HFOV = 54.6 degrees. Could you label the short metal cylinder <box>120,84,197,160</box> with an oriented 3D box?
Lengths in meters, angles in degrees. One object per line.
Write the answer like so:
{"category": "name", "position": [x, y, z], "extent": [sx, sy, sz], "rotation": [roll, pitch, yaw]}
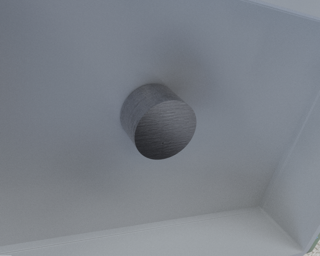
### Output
{"category": "short metal cylinder", "position": [-0.003, -0.008, 0.383], "extent": [0.081, 0.050, 0.080], "rotation": [-14, 124, -21]}
